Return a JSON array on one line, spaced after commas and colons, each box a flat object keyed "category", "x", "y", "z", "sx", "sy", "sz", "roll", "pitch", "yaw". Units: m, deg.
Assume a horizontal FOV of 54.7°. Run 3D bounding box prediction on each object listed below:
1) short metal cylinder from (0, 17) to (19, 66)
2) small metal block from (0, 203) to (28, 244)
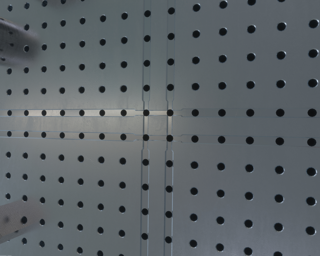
[{"category": "short metal cylinder", "x": -0.277, "y": -0.144, "z": 0.497, "sx": 0.080, "sy": 0.050, "sz": 0.079, "roll": 0, "pitch": 90, "yaw": 20}, {"category": "small metal block", "x": -0.248, "y": 0.151, "z": 0.487, "sx": 0.050, "sy": 0.050, "sz": 0.025, "roll": 46, "pitch": 104, "yaw": 14}]
